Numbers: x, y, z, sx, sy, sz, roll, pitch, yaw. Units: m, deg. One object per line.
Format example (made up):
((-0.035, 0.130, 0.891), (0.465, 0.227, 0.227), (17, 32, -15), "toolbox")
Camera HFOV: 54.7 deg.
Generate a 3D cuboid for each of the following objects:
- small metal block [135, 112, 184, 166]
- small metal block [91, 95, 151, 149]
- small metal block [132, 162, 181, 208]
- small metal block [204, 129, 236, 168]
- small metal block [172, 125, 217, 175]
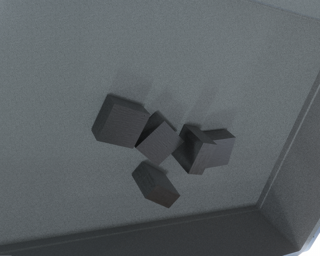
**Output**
((-0.004, 0.016, 0.414), (0.050, 0.025, 0.050), (-43, 130, 1), "small metal block")
((-0.048, -0.006, 0.377), (0.050, 0.025, 0.050), (16, 110, -35), "small metal block")
((-0.006, 0.081, 0.438), (0.025, 0.050, 0.050), (-49, 130, 7), "small metal block")
((0.082, 0.032, 0.473), (0.050, 0.025, 0.050), (-6, 121, -26), "small metal block")
((0.047, 0.031, 0.437), (0.025, 0.050, 0.050), (10, 114, -34), "small metal block")
